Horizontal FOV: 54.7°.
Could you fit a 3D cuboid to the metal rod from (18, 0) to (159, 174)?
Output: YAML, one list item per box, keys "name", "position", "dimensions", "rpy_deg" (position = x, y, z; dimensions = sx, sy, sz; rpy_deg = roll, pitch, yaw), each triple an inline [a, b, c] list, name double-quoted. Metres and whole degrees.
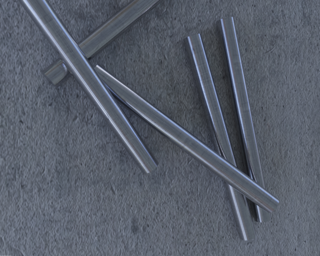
- name: "metal rod"
  position: [-0.088, -0.066, 0.350]
  dimensions: [0.025, 0.025, 0.299]
  rpy_deg: [-39, 112, -16]

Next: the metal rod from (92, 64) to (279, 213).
- name: "metal rod"
  position: [0.037, 0.019, 0.405]
  dimensions: [0.301, 0.025, 0.025]
  rpy_deg: [36, 78, -10]

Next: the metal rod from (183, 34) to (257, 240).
- name: "metal rod"
  position: [0.087, 0.017, 0.440]
  dimensions: [0.025, 0.025, 0.298]
  rpy_deg: [-19, 97, -19]

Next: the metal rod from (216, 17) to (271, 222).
- name: "metal rod"
  position: [0.124, -0.009, 0.454]
  dimensions: [0.025, 0.025, 0.298]
  rpy_deg: [-14, 95, -20]

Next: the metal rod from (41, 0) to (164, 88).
- name: "metal rod"
  position: [-0.025, -0.157, 0.399]
  dimensions: [0.301, 0.025, 0.025]
  rpy_deg: [-44, 104, -15]
